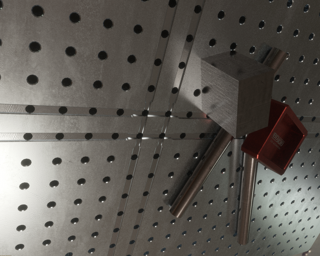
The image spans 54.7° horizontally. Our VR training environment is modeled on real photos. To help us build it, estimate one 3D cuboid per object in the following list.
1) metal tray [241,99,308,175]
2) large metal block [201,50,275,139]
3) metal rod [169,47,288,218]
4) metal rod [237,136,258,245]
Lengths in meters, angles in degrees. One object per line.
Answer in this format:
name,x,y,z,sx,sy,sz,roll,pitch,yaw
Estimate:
metal tray,0.189,0.019,0.500,0.130,0.030,0.090,29,91,-48
large metal block,0.096,-0.046,0.402,0.050,0.080,0.079,-19,126,-18
metal rod,0.099,0.016,0.477,0.025,0.025,0.298,19,108,-36
metal rod,0.163,0.115,0.573,0.025,0.025,0.298,-19,126,-18
